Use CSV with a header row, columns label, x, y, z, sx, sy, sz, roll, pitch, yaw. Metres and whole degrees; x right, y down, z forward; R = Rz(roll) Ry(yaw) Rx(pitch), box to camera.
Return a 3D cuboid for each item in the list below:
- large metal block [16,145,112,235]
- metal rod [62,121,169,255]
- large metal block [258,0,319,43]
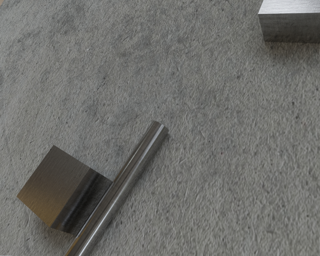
label,x,y,z,sx,sy,sz,roll,pitch,yaw
large metal block,-0.124,0.080,0.404,0.080,0.050,0.080,23,74,36
metal rod,-0.079,0.120,0.372,0.025,0.025,0.300,24,74,36
large metal block,0.179,-0.155,0.389,0.080,0.050,0.080,12,68,33
